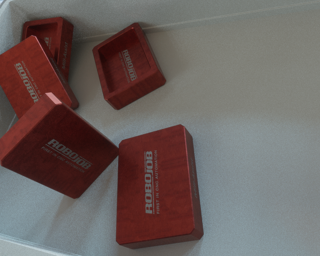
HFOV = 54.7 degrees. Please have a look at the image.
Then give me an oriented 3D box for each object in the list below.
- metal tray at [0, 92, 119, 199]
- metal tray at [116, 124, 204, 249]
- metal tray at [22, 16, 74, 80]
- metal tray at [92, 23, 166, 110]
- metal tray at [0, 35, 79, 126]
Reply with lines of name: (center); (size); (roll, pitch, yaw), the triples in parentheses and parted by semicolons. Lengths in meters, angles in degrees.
metal tray: (-0.119, 0.028, 0.382); (0.090, 0.130, 0.030); (-48, 52, -5)
metal tray: (-0.003, 0.067, 0.362); (0.090, 0.030, 0.130); (-15, 55, 19)
metal tray: (-0.205, -0.126, 0.550); (0.090, 0.030, 0.129); (2, 84, 23)
metal tray: (-0.053, -0.101, 0.489); (0.090, 0.030, 0.130); (-28, 52, 10)
metal tray: (-0.203, -0.071, 0.503); (0.090, 0.030, 0.130); (-29, 88, 7)
